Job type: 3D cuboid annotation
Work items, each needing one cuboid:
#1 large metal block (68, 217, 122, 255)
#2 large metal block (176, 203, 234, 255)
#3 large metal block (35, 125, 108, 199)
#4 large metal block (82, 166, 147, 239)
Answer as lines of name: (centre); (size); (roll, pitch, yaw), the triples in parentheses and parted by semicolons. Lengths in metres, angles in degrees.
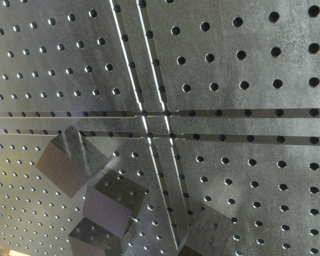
large metal block: (-0.124, 0.231, 0.604); (0.080, 0.050, 0.080); (12, 124, 21)
large metal block: (0.059, 0.173, 0.452); (0.050, 0.080, 0.079); (28, 128, 10)
large metal block: (-0.145, 0.057, 0.508); (0.080, 0.050, 0.080); (43, 129, -2)
large metal block: (-0.076, 0.123, 0.512); (0.080, 0.050, 0.079); (28, 128, 11)
